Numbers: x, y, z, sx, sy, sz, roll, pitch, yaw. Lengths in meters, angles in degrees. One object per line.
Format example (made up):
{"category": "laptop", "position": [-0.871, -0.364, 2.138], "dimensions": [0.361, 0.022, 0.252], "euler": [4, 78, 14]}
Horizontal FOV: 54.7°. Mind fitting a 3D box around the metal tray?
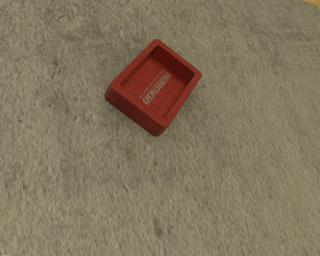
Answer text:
{"category": "metal tray", "position": [-0.005, -0.061, 0.436], "dimensions": [0.090, 0.030, 0.130], "euler": [37, 51, -4]}
